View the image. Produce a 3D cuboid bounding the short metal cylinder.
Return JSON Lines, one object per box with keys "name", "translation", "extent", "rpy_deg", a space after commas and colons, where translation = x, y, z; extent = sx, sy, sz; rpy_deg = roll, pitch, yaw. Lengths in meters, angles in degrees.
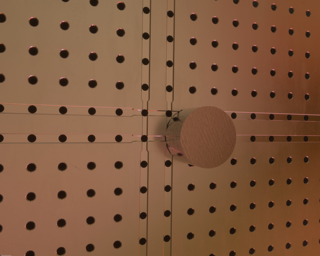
{"name": "short metal cylinder", "translation": [0.054, 0.012, 0.419], "extent": [0.081, 0.050, 0.080], "rpy_deg": [0, 90, -20]}
